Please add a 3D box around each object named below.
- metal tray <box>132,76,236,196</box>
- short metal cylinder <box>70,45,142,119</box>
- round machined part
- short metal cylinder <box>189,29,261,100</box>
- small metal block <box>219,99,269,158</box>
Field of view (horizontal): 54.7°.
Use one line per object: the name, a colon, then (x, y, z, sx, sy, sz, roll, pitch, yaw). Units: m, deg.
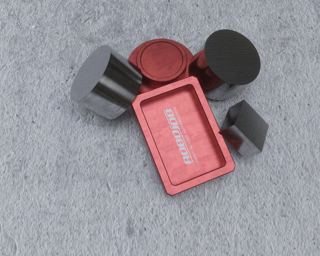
metal tray: (0.027, 0.009, 0.392, 0.091, 0.030, 0.129, -21, 81, -8)
short metal cylinder: (-0.069, -0.057, 0.394, 0.050, 0.080, 0.080, 32, 66, -36)
round machined part: (0.002, -0.085, 0.432, 0.099, 0.042, 0.098, 0, 70, 0)
short metal cylinder: (0.086, -0.084, 0.416, 0.081, 0.050, 0.080, 6, 71, -17)
small metal block: (0.107, 0.001, 0.391, 0.050, 0.025, 0.050, 43, 49, -13)
